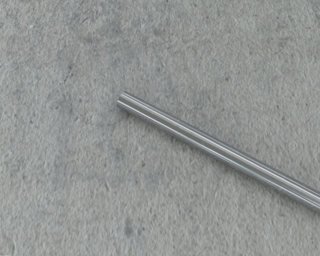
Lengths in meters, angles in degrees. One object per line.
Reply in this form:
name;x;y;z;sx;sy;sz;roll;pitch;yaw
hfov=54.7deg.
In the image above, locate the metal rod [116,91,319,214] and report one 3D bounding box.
metal rod;0.079;0.030;0.398;0.301;0.025;0.025;28;72;9
